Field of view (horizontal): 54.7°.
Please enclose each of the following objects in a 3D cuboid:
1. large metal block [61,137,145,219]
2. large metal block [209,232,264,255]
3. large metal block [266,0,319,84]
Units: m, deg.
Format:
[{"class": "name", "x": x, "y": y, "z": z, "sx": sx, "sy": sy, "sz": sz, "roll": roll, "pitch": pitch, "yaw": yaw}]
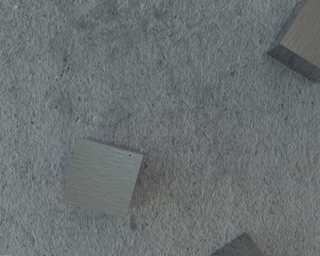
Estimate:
[{"class": "large metal block", "x": -0.069, "y": 0.060, "z": 0.397, "sx": 0.080, "sy": 0.050, "sz": 0.080, "roll": 15, "pitch": 90, "yaw": 0}, {"class": "large metal block", "x": 0.106, "y": 0.197, "z": 0.398, "sx": 0.080, "sy": 0.050, "sz": 0.080, "roll": -33, "pitch": 90, "yaw": 0}, {"class": "large metal block", "x": 0.200, "y": -0.115, "z": 0.399, "sx": 0.080, "sy": 0.050, "sz": 0.080, "roll": 32, "pitch": 90, "yaw": 0}]
